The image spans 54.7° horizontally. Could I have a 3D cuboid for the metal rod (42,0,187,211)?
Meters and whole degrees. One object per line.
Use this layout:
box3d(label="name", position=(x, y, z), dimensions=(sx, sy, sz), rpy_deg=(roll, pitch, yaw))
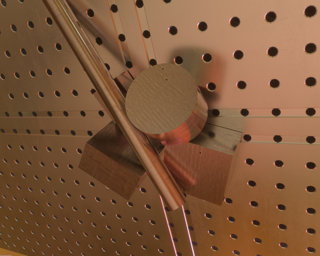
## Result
box3d(label="metal rod", position=(-0.055, -0.033, 0.379), dimensions=(0.025, 0.025, 0.299), rpy_deg=(-31, 90, 37))

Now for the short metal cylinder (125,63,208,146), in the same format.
box3d(label="short metal cylinder", position=(0.009, -0.025, 0.346), dimensions=(0.080, 0.080, 0.050), rpy_deg=(8, 166, 23))

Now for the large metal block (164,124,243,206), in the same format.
box3d(label="large metal block", position=(0.051, 0.041, 0.391), dimensions=(0.080, 0.050, 0.079), rpy_deg=(16, 125, 18))

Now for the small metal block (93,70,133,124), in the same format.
box3d(label="small metal block", position=(-0.052, -0.040, 0.413), dimensions=(0.050, 0.025, 0.050), rpy_deg=(-27, 104, 37))

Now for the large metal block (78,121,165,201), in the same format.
box3d(label="large metal block", position=(-0.049, 0.037, 0.422), dimensions=(0.080, 0.080, 0.050), rpy_deg=(32, 128, 7))
